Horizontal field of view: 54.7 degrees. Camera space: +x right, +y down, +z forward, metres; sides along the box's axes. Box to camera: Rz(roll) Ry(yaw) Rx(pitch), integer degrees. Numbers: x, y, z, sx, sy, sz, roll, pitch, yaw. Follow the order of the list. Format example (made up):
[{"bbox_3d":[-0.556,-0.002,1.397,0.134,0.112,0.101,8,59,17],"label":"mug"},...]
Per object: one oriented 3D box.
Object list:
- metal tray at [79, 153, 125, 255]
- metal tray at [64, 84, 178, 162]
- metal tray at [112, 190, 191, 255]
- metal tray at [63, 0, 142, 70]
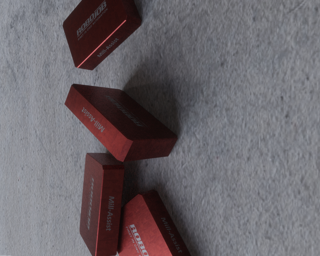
[{"bbox_3d":[-0.087,0.108,0.450,0.090,0.030,0.129,15,100,61],"label":"metal tray"},{"bbox_3d":[-0.051,-0.010,0.402,0.130,0.091,0.030,40,115,32],"label":"metal tray"},{"bbox_3d":[-0.013,0.160,0.411,0.090,0.030,0.130,-44,64,30],"label":"metal tray"},{"bbox_3d":[-0.094,-0.160,0.476,0.130,0.030,0.090,-32,71,35],"label":"metal tray"}]
